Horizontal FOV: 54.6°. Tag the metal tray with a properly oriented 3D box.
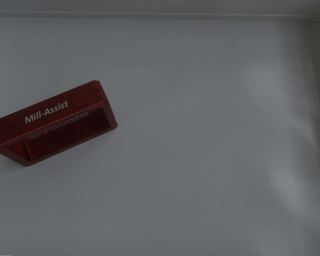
[{"bbox_3d":[-0.122,-0.002,0.375,0.131,0.090,0.030,-24,72,-9],"label":"metal tray"}]
